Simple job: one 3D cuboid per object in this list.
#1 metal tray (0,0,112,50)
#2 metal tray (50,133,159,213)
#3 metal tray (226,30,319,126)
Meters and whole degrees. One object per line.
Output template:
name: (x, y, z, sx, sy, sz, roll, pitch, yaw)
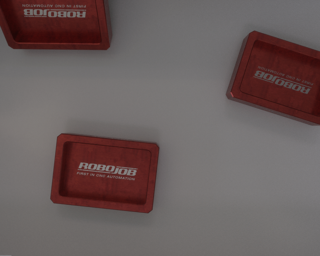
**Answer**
metal tray: (-0.130, -0.142, 0.379, 0.131, 0.089, 0.030, 1, 48, 0)
metal tray: (-0.070, 0.058, 0.408, 0.131, 0.030, 0.089, 6, 90, 0)
metal tray: (0.164, -0.064, 0.409, 0.131, 0.030, 0.090, 18, 90, 0)
